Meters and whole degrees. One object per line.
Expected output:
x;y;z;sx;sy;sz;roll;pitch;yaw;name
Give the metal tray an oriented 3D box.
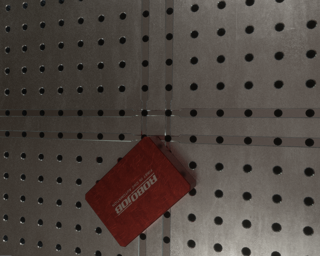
-0.028;0.085;0.419;0.130;0.030;0.090;-44;77;14;metal tray
